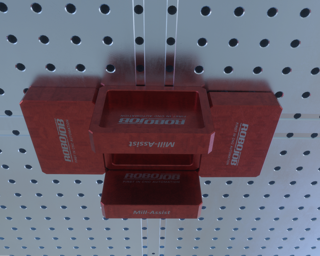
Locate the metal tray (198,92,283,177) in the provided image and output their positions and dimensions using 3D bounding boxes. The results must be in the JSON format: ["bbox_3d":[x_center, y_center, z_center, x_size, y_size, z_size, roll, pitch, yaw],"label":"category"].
[{"bbox_3d":[0.101,0.013,0.419,0.091,0.030,0.129,0,130,-2],"label":"metal tray"}]

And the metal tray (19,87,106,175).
[{"bbox_3d":[-0.121,0.008,0.413,0.091,0.030,0.129,1,130,-1],"label":"metal tray"}]

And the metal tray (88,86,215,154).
[{"bbox_3d":[-0.009,-0.012,0.359,0.131,0.090,0.030,1,130,-1],"label":"metal tray"}]

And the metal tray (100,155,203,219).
[{"bbox_3d":[-0.011,0.080,0.435,0.131,0.090,0.030,1,130,-1],"label":"metal tray"}]

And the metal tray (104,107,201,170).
[{"bbox_3d":[-0.010,0.016,0.419,0.131,0.030,0.089,0,130,-1],"label":"metal tray"}]
